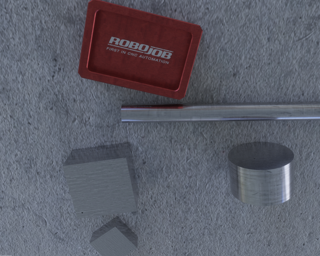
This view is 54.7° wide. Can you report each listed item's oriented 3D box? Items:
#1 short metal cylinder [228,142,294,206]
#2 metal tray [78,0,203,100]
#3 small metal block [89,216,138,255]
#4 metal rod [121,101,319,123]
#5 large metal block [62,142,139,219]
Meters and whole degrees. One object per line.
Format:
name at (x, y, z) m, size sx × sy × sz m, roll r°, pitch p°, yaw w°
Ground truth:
short metal cylinder at (0.131, 0.057, 0.403) m, size 0.080 × 0.080 × 0.050 m, roll -8°, pitch 110°, yaw 2°
metal tray at (-0.024, -0.093, 0.372) m, size 0.131 × 0.030 × 0.089 m, roll 12°, pitch 110°, yaw -5°
small metal block at (-0.069, 0.171, 0.472) m, size 0.050 × 0.025 × 0.050 m, roll -36°, pitch 107°, yaw 12°
metal rod at (0.102, -0.021, 0.403) m, size 0.302 × 0.025 × 0.025 m, roll -1°, pitch 110°, yaw -1°
large metal block at (-0.076, 0.070, 0.421) m, size 0.080 × 0.050 × 0.079 m, roll -8°, pitch 110°, yaw 2°
